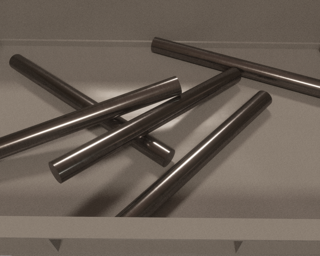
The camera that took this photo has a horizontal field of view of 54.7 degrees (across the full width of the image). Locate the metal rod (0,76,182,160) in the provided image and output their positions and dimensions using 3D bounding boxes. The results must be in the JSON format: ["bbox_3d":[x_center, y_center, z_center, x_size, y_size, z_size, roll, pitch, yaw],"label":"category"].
[{"bbox_3d":[-0.117,-0.003,0.381,0.302,0.025,0.025,-21,53,-8],"label":"metal rod"}]

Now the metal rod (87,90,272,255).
[{"bbox_3d":[0.043,0.039,0.372,0.025,0.025,0.302,37,59,27],"label":"metal rod"}]

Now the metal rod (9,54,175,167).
[{"bbox_3d":[-0.108,-0.034,0.432,0.300,0.025,0.025,31,56,23],"label":"metal rod"}]

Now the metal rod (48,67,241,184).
[{"bbox_3d":[0.004,-0.018,0.393,0.302,0.025,0.025,-30,56,-33],"label":"metal rod"}]

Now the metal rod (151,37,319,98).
[{"bbox_3d":[0.128,-0.095,0.486,0.301,0.025,0.025,19,53,14],"label":"metal rod"}]
